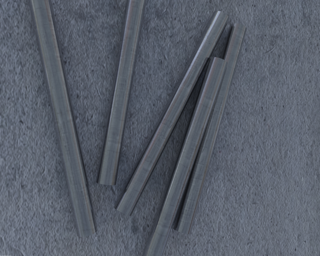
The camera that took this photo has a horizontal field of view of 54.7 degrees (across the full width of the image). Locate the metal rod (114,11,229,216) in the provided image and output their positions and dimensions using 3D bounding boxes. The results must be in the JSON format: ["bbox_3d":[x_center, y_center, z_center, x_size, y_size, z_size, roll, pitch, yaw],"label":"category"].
[{"bbox_3d":[0.020,-0.026,0.415,0.025,0.025,0.299,30,80,-18],"label":"metal rod"}]

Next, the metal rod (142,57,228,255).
[{"bbox_3d":[0.031,0.049,0.413,0.025,0.025,0.299,21,86,-19],"label":"metal rod"}]

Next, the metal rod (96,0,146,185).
[{"bbox_3d":[-0.044,-0.079,0.392,0.025,0.025,0.298,10,87,-20],"label":"metal rod"}]

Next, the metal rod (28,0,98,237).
[{"bbox_3d":[-0.115,-0.020,0.366,0.025,0.025,0.298,-12,94,-20],"label":"metal rod"}]

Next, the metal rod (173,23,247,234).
[{"bbox_3d":[0.072,-0.003,0.435,0.025,0.025,0.299,18,84,-19],"label":"metal rod"}]
